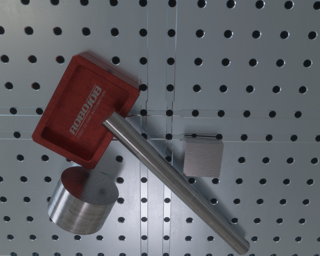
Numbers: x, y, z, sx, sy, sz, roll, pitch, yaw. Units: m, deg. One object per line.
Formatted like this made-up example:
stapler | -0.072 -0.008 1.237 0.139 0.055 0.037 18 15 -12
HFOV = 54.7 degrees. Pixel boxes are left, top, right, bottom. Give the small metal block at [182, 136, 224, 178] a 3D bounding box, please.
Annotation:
small metal block | 0.058 0.040 0.428 0.050 0.025 0.050 3 110 -2

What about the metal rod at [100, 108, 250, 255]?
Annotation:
metal rod | 0.033 0.086 0.427 0.025 0.025 0.300 -38 113 13

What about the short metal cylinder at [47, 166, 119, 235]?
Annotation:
short metal cylinder | -0.103 0.096 0.418 0.080 0.080 0.050 25 108 -9

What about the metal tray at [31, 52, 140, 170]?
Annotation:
metal tray | -0.095 -0.020 0.402 0.090 0.030 0.129 30 107 -11
